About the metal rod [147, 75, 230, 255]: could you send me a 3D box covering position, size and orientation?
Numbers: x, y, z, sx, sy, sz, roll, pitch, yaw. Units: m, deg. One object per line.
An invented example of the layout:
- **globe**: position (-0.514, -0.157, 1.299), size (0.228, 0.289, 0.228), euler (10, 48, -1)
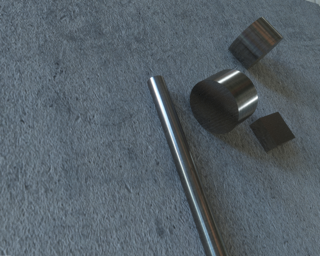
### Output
- **metal rod**: position (0.038, 0.064, 0.385), size (0.025, 0.025, 0.299), euler (-5, 64, -30)

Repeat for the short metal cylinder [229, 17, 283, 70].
- **short metal cylinder**: position (0.170, -0.149, 0.551), size (0.050, 0.080, 0.081), euler (49, 51, 6)

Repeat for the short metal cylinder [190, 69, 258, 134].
- **short metal cylinder**: position (0.090, -0.038, 0.440), size (0.050, 0.080, 0.080), euler (-31, 79, -38)

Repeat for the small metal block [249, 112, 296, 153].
- **small metal block**: position (0.180, 0.006, 0.497), size (0.050, 0.025, 0.050), euler (-16, 70, -35)
